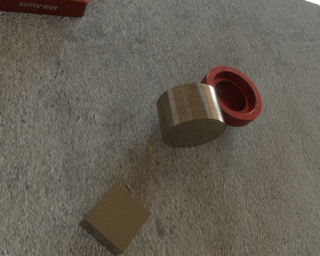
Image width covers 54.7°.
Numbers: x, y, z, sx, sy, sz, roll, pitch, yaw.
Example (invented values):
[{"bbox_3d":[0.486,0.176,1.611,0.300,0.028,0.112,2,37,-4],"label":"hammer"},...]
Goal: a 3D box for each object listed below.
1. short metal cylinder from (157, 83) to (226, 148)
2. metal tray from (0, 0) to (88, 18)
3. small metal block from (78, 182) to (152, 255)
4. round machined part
[{"bbox_3d":[0.039,-0.014,0.398,0.081,0.080,0.050,4,60,-26],"label":"short metal cylinder"},{"bbox_3d":[-0.176,-0.202,0.429,0.131,0.030,0.090,-7,65,-31],"label":"metal tray"},{"bbox_3d":[-0.046,0.094,0.322,0.050,0.025,0.050,42,51,0],"label":"small metal block"},{"bbox_3d":[0.103,-0.044,0.475,0.099,0.042,0.098,14,56,-21],"label":"round machined part"}]
